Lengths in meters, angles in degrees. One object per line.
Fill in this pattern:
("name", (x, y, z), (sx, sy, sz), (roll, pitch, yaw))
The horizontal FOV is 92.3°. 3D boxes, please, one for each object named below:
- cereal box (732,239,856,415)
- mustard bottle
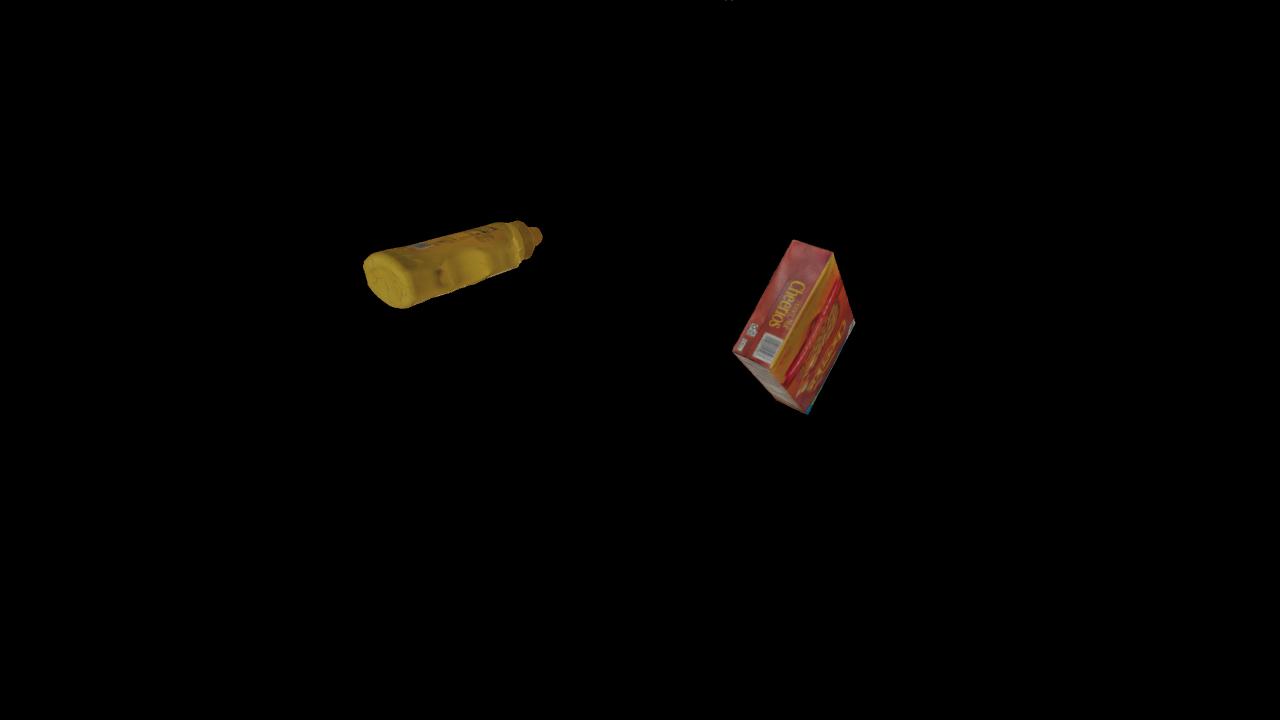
("cereal box", (0.273, -0.041, 1.039), (0.081, 0.203, 0.306), (27, -5, 31))
("mustard bottle", (-0.174, -0.106, 0.625), (0.092, 0.054, 0.184), (9, 28, 43))
